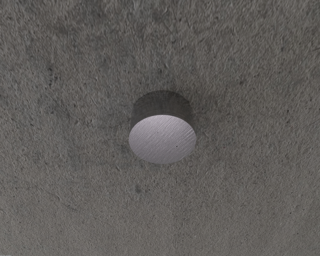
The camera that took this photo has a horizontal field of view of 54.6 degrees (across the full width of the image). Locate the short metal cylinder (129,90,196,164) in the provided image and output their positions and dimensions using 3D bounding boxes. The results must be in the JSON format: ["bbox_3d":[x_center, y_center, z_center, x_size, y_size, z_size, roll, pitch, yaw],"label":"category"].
[{"bbox_3d":[0.003,0.000,0.390,0.080,0.050,0.080,0,130,0],"label":"short metal cylinder"}]
